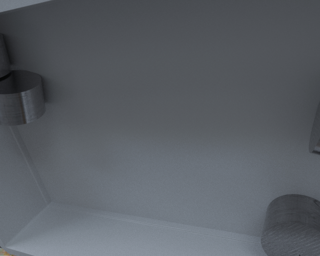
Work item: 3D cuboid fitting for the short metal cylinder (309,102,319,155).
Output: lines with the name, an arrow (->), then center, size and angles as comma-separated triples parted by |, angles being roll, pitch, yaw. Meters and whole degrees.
short metal cylinder -> 0.172, -0.009, 0.277 | 0.050, 0.080, 0.079 | 16, 125, 19

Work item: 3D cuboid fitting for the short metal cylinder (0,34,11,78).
short metal cylinder -> -0.263, -0.103, 0.445 | 0.080, 0.080, 0.050 | 13, 124, 20

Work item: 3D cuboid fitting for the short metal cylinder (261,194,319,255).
short metal cylinder -> 0.170, 0.129, 0.383 | 0.080, 0.050, 0.079 | 13, 124, 20

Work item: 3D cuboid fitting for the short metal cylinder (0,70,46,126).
short metal cylinder -> -0.214, -0.046, 0.455 | 0.080, 0.080, 0.050 | 17, 125, 18
